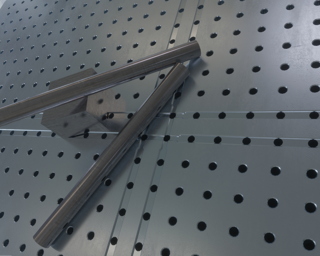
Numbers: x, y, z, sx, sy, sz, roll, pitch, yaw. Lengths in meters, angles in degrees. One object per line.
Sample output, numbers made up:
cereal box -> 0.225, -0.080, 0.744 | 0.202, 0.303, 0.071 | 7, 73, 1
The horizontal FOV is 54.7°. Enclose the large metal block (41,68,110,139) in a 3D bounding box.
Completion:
large metal block -> -0.129, -0.037, 0.483 | 0.080, 0.050, 0.080 | -14, 56, 20

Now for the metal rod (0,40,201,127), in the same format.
metal rod -> -0.085, -0.064, 0.436 | 0.302, 0.025, 0.025 | -21, 52, -6

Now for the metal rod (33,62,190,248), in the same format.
metal rod -> -0.060, 0.031, 0.420 | 0.025, 0.025, 0.300 | 32, 79, 38
